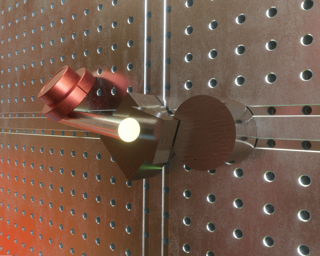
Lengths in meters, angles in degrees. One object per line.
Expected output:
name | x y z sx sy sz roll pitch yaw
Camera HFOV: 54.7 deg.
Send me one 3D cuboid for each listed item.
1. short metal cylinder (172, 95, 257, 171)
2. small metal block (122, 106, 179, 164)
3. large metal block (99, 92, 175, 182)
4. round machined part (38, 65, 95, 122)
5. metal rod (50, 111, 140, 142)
short metal cylinder | 0.058 0.005 0.343 0.080 0.050 0.079 0 90 39
small metal block | -0.012 0.007 0.349 0.050 0.025 0.050 24 105 37
large metal block | -0.024 0.011 0.408 0.080 0.050 0.080 51 120 27
round machined part | -0.152 -0.060 0.485 0.098 0.042 0.098 -33 31 23
metal rod | -0.114 -0.012 0.444 0.300 0.025 0.025 10 96 56
